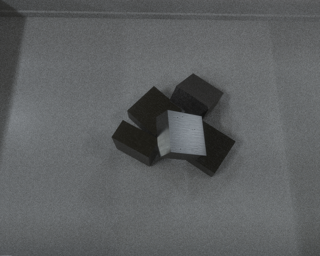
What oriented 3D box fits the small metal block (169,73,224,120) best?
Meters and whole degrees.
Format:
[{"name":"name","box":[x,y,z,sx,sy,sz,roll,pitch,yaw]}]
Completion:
[{"name":"small metal block","box":[0.049,-0.042,0.412,0.050,0.025,0.050,35,41,11]}]

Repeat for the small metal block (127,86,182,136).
[{"name":"small metal block","box":[-0.007,-0.019,0.414,0.050,0.025,0.050,42,75,13]}]

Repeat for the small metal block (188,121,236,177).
[{"name":"small metal block","box":[0.060,0.027,0.399,0.050,0.025,0.050,34,73,11]}]

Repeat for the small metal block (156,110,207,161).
[{"name":"small metal block","box":[0.025,0.010,0.366,0.050,0.025,0.050,9,66,-32]}]

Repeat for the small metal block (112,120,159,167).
[{"name":"small metal block","box":[-0.029,0.020,0.386,0.050,0.050,0.025,28,73,9]}]
